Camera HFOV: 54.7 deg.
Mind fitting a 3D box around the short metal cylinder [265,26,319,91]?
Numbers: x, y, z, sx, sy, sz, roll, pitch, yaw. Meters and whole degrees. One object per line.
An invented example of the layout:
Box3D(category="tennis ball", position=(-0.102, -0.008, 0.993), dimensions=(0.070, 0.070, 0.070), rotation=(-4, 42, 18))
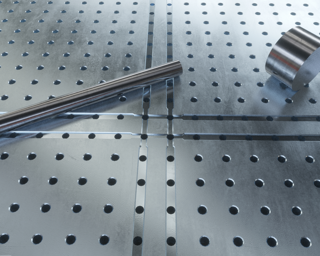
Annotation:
Box3D(category="short metal cylinder", position=(0.204, -0.102, 0.459), dimensions=(0.081, 0.080, 0.050), rotation=(-29, 56, -22))

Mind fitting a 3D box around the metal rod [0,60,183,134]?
Box3D(category="metal rod", position=(-0.106, -0.044, 0.443), dimensions=(0.302, 0.025, 0.025), rotation=(-21, 53, -17))
